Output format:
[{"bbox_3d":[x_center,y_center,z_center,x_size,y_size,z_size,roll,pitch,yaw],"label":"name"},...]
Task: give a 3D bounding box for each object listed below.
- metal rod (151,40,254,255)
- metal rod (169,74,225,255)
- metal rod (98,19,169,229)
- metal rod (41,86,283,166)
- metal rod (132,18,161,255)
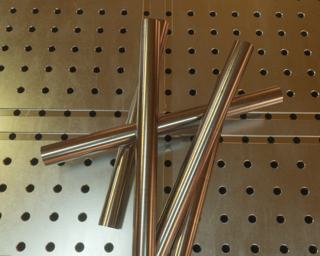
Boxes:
[{"bbox_3d":[0.042,0.037,0.361,0.025,0.025,0.299,23,85,7],"label":"metal rod"},{"bbox_3d":[0.049,0.064,0.388,0.025,0.025,0.299,16,71,5],"label":"metal rod"},{"bbox_3d":[-0.030,-0.019,0.418,0.025,0.025,0.299,12,70,4],"label":"metal rod"},{"bbox_3d":[0.007,-0.004,0.385,0.302,0.025,0.025,-15,71,-6],"label":"metal rod"},{"bbox_3d":[-0.015,0.017,0.353,0.025,0.025,0.299,1,79,0],"label":"metal rod"}]
